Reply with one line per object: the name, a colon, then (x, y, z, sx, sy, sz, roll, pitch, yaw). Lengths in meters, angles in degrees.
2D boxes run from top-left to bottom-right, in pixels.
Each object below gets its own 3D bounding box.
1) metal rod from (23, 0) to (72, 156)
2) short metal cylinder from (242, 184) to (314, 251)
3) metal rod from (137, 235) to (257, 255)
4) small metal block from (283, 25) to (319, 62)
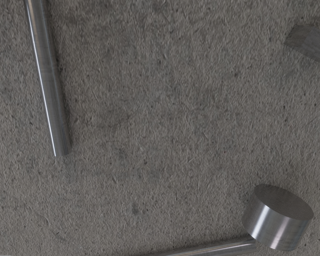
metal rod: (-0.141, -0.106, 0.369, 0.025, 0.025, 0.298, -3, 110, 1)
short metal cylinder: (0.160, 0.121, 0.427, 0.080, 0.080, 0.050, 14, 110, -5)
metal rod: (-0.003, 0.208, 0.486, 0.301, 0.025, 0.025, -12, 110, 4)
small metal block: (0.181, -0.097, 0.363, 0.050, 0.050, 0.025, 24, 108, -9)
